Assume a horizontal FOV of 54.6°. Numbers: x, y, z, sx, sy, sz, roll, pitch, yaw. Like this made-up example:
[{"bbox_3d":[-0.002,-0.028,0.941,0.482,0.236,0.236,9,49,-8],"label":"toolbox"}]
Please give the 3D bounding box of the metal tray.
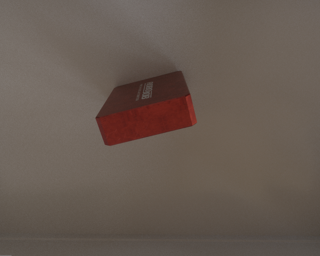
[{"bbox_3d":[-0.013,-0.028,0.345,0.090,0.130,0.030,-14,110,5],"label":"metal tray"}]
